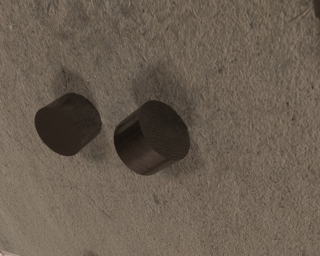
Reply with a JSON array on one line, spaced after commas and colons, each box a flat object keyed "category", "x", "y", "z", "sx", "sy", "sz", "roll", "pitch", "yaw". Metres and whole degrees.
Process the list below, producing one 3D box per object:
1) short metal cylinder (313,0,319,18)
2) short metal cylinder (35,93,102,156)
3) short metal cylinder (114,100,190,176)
[{"category": "short metal cylinder", "x": 0.152, "y": -0.116, "z": 0.220, "sx": 0.080, "sy": 0.080, "sz": 0.050, "roll": -6, "pitch": 116, "yaw": 30}, {"category": "short metal cylinder", "x": -0.134, "y": -0.005, "z": 0.456, "sx": 0.080, "sy": 0.050, "sz": 0.079, "roll": 13, "pitch": 124, "yaw": 20}, {"category": "short metal cylinder", "x": -0.009, "y": 0.013, "z": 0.383, "sx": 0.050, "sy": 0.080, "sz": 0.080, "roll": -34, "pitch": 99, "yaw": 38}]
